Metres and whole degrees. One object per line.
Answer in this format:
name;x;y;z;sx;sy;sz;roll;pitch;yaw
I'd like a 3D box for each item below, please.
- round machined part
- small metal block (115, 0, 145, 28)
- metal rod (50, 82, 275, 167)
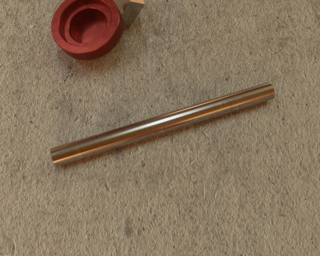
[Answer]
round machined part;-0.099;-0.141;0.443;0.098;0.042;0.098;-2;75;9
small metal block;-0.052;-0.187;0.459;0.025;0.050;0.050;-4;66;-37
metal rod;0.009;-0.007;0.410;0.302;0.025;0.025;-17;71;-7
